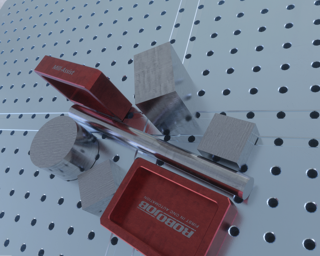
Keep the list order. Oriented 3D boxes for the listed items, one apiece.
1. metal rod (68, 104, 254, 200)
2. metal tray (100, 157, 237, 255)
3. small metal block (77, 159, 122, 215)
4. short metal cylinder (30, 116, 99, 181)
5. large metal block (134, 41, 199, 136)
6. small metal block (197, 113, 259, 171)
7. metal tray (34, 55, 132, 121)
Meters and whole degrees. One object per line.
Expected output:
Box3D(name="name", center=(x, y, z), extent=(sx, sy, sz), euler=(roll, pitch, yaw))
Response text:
Box3D(name="metal rod", center=(-0.022, 0.018, 0.408), extent=(0.300, 0.025, 0.025), euler=(21, 73, 36))
Box3D(name="metal tray", center=(0.006, 0.096, 0.342), extent=(0.130, 0.030, 0.090), euler=(20, 72, 35))
Box3D(name="small metal block", center=(-0.076, 0.076, 0.402), extent=(0.050, 0.025, 0.050), euler=(-28, 52, 10))
Box3D(name="short metal cylinder", center=(-0.137, 0.029, 0.445), extent=(0.080, 0.050, 0.080), euler=(-13, 56, 21))
Box3D(name="large metal block", center=(0.008, -0.048, 0.400), extent=(0.050, 0.080, 0.080), euler=(-17, 55, 19))
Box3D(name="small metal block", center=(0.079, 0.015, 0.357), extent=(0.050, 0.025, 0.050), euler=(19, 71, 35))
Box3D(name="metal tray", center=(-0.114, -0.060, 0.462), extent=(0.130, 0.090, 0.030), euler=(20, 73, 35))
